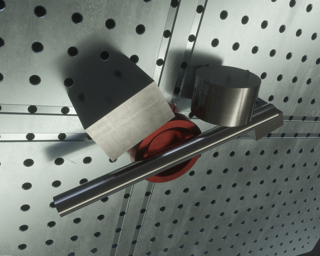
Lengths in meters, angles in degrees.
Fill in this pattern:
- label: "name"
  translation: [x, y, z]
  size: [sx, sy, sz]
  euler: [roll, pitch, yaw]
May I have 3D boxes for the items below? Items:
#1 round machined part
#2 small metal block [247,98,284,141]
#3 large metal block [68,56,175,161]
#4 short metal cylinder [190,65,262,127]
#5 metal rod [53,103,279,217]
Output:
- label: "round machined part"
  translation: [0.005, 0.022, 0.416]
  size: [0.099, 0.042, 0.097]
  euler: [-14, 124, -21]
- label: "small metal block"
  translation: [0.148, -0.014, 0.467]
  size: [0.050, 0.050, 0.025]
  euler: [-29, 128, -10]
- label: "large metal block"
  translation: [-0.044, -0.024, 0.337]
  size: [0.080, 0.080, 0.050]
  euler: [-36, 129, -4]
- label: "short metal cylinder"
  translation: [0.082, -0.043, 0.394]
  size: [0.081, 0.080, 0.050]
  euler: [-9, 122, -24]
- label: "metal rod"
  translation: [0.019, 0.033, 0.387]
  size: [0.302, 0.025, 0.025]
  euler: [-22, 127, -15]
